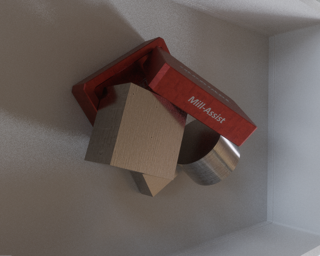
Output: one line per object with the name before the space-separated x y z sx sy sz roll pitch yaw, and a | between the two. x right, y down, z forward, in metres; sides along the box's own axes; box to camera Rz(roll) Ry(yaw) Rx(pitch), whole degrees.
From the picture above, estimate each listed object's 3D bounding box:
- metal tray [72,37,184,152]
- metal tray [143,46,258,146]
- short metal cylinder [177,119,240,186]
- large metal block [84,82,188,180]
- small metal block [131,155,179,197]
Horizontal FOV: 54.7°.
metal tray | -0.029 -0.043 0.378 0.131 0.030 0.090 -41 115 -32
metal tray | 0.044 -0.039 0.363 0.131 0.090 0.030 31 108 -21
short metal cylinder | 0.061 0.031 0.423 0.050 0.080 0.080 47 62 -30
large metal block | -0.023 0.006 0.329 0.080 0.050 0.080 21 77 -38
small metal block | -0.009 0.052 0.399 0.050 0.025 0.050 -36 112 -34
